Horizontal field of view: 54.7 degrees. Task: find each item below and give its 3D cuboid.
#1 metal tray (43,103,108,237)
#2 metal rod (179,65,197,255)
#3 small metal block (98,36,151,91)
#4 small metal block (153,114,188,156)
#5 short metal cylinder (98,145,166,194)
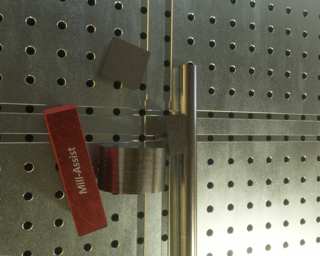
[{"bbox_3d":[-0.096,0.041,0.343,0.030,0.090,0.129,-16,96,-20],"label":"metal tray"},{"bbox_3d":[0.039,0.064,0.428,0.025,0.025,0.298,0,90,-20],"label":"metal rod"},{"bbox_3d":[-0.045,-0.081,0.397,0.050,0.025,0.050,19,84,-20],"label":"small metal block"},{"bbox_3d":[0.013,0.008,0.405,0.025,0.050,0.050,-6,92,-20],"label":"small metal block"},{"bbox_3d":[-0.033,0.047,0.372,0.081,0.080,0.050,2,89,-20],"label":"short metal cylinder"}]
